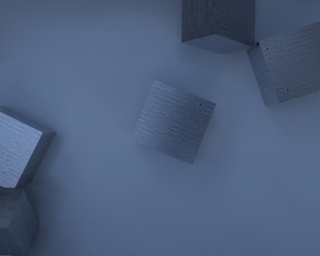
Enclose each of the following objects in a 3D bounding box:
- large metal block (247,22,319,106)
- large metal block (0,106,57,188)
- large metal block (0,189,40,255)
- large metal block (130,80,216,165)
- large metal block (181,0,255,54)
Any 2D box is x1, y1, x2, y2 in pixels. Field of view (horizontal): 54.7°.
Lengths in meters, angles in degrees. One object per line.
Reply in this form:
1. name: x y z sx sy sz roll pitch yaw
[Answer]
1. large metal block: 0.170 -0.080 0.401 0.080 0.050 0.080 -18 90 -1
2. large metal block: -0.195 0.023 0.396 0.080 0.050 0.080 26 90 -1
3. large metal block: -0.204 0.118 0.376 0.081 0.050 0.079 2 133 -1
4. large metal block: 0.016 -0.007 0.399 0.080 0.050 0.080 21 90 -1
5. large metal block: 0.073 -0.141 0.379 0.081 0.050 0.079 1 90 -43
